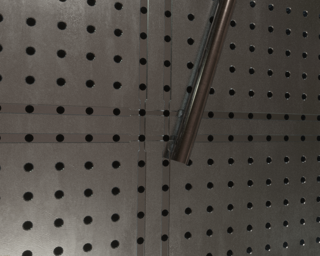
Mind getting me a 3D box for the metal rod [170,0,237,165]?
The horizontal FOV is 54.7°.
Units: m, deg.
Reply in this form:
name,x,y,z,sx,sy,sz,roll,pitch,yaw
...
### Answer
name,x,y,z,sx,sy,sz,roll,pitch,yaw
metal rod,0.071,-0.095,0.439,0.025,0.025,0.299,20,83,-19
